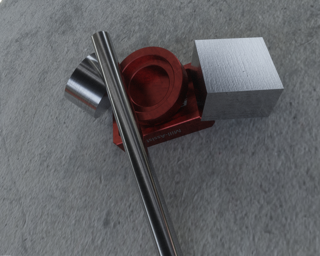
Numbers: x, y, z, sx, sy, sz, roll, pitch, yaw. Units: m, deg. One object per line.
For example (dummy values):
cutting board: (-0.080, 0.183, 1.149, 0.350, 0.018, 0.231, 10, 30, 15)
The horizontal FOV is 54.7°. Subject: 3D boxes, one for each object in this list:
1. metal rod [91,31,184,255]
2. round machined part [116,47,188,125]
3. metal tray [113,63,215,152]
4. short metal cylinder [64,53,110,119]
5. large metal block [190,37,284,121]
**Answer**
metal rod: (-0.030, 0.015, 0.354, 0.025, 0.025, 0.299, -24, 70, 13)
round machined part: (-0.010, -0.051, 0.399, 0.098, 0.042, 0.098, -6, 75, 22)
metal tray: (0.000, -0.027, 0.417, 0.130, 0.030, 0.090, -19, 54, 16)
short metal cylinder: (-0.090, -0.060, 0.444, 0.050, 0.080, 0.080, 35, 79, 2)
large metal block: (0.083, -0.057, 0.358, 0.081, 0.050, 0.080, -4, 56, -5)
